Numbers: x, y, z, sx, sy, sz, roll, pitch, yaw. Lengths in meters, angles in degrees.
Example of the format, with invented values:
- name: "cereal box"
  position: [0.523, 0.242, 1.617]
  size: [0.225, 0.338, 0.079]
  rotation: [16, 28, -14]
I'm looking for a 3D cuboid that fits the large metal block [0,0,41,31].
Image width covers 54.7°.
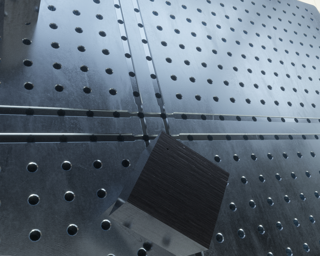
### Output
- name: "large metal block"
  position: [-0.193, -0.183, 0.381]
  size: [0.080, 0.080, 0.050]
  rotation: [48, 51, 5]

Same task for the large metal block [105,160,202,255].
- name: "large metal block"
  position: [0.001, 0.085, 0.343]
  size: [0.080, 0.050, 0.080]
  rotation: [43, 51, 1]

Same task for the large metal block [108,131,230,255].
- name: "large metal block"
  position: [0.011, 0.063, 0.296]
  size: [0.080, 0.050, 0.080]
  rotation: [33, 51, -7]
